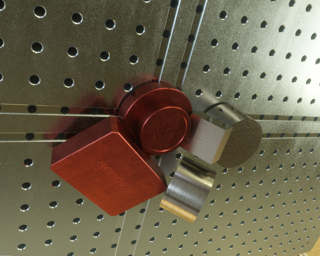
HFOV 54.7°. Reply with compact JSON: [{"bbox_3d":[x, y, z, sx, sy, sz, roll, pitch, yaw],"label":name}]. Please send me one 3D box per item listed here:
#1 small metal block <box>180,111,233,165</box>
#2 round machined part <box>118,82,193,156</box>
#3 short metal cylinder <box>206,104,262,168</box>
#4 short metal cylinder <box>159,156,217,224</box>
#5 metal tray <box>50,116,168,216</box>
[{"bbox_3d":[0.060,0.012,0.407,0.025,0.050,0.050,-15,129,-55],"label":"small metal block"},{"bbox_3d":[-0.001,-0.005,0.391,0.099,0.042,0.097,-14,124,-21],"label":"round machined part"},{"bbox_3d":[0.100,0.011,0.452,0.081,0.050,0.079,-14,124,-21],"label":"short metal cylinder"},{"bbox_3d":[0.040,0.086,0.438,0.050,0.080,0.079,26,110,8],"label":"short metal cylinder"},{"bbox_3d":[-0.059,0.054,0.389,0.090,0.030,0.130,-29,130,9],"label":"metal tray"}]
